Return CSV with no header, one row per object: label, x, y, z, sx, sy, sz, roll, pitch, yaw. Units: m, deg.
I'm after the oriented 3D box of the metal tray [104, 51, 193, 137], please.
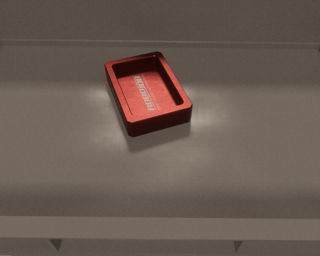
metal tray,-0.020,-0.054,0.446,0.091,0.030,0.130,-15,52,-13
